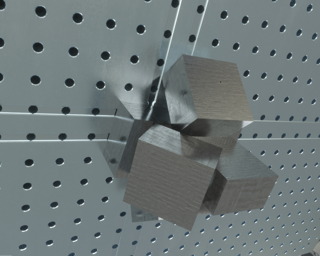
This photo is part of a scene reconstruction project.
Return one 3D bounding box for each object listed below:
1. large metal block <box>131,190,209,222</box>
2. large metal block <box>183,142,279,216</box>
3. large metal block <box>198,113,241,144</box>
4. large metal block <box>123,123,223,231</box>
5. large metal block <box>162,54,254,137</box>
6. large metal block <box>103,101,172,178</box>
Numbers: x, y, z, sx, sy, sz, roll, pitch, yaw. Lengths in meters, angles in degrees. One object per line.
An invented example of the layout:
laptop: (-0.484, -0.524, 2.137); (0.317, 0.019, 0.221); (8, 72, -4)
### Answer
large metal block: (0.011, 0.101, 0.436); (0.081, 0.050, 0.080); (2, 162, -29)
large metal block: (0.085, 0.060, 0.393); (0.081, 0.080, 0.050); (1, 118, -29)
large metal block: (0.057, 0.021, 0.438); (0.081, 0.050, 0.079); (3, 117, -30)
large metal block: (0.014, 0.051, 0.339); (0.080, 0.050, 0.079); (21, 115, 11)
large metal block: (0.056, -0.036, 0.374); (0.081, 0.080, 0.050); (2, 156, -29)
large metal block: (-0.017, 0.017, 0.396); (0.081, 0.050, 0.080); (7, 115, -32)
